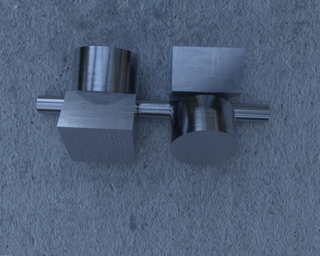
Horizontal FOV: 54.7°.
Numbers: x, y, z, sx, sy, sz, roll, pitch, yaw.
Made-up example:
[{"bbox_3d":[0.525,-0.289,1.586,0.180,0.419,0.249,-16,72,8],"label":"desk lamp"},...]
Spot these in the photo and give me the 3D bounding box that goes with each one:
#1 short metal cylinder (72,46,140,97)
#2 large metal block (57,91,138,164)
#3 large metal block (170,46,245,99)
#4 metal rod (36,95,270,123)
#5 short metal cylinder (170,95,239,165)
[{"bbox_3d":[-0.066,-0.066,0.383,0.080,0.080,0.050,3,90,0],"label":"short metal cylinder"},{"bbox_3d":[-0.070,0.002,0.377,0.081,0.080,0.050,3,56,-1],"label":"large metal block"},{"bbox_3d":[0.054,-0.065,0.384,0.081,0.080,0.050,1,90,0],"label":"large metal block"},{"bbox_3d":[-0.008,-0.025,0.413,0.302,0.025,0.025,2,90,-1],"label":"metal rod"},{"bbox_3d":[0.053,0.004,0.378,0.081,0.080,0.050,2,55,0],"label":"short metal cylinder"}]
